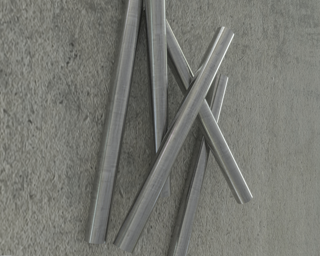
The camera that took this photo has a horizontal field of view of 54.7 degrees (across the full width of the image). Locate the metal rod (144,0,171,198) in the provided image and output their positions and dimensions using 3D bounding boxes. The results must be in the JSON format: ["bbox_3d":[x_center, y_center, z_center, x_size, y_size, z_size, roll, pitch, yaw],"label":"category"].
[{"bbox_3d":[-0.003,-0.060,0.384,0.025,0.025,0.298,-10,102,-40],"label":"metal rod"}]

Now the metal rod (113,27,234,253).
[{"bbox_3d":[0.023,0.003,0.379,0.025,0.025,0.300,36,73,-34],"label":"metal rod"}]

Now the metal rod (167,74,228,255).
[{"bbox_3d":[0.055,0.062,0.450,0.025,0.025,0.299,25,74,-37],"label":"metal rod"}]

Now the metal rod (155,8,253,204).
[{"bbox_3d":[0.057,-0.024,0.426,0.025,0.025,0.299,-36,105,-34],"label":"metal rod"}]

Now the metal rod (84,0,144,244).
[{"bbox_3d":[-0.050,-0.021,0.362,0.025,0.025,0.298,14,81,-39],"label":"metal rod"}]
